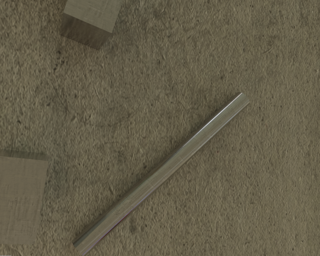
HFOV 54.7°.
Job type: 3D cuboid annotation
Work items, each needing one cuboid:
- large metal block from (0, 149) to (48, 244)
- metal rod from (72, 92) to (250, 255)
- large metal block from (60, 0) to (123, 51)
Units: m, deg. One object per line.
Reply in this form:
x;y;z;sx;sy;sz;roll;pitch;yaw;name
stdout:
-0.150;0.067;0.325;0.050;0.080;0.080;9;87;-20;large metal block
0.012;0.051;0.414;0.301;0.025;0.025;-41;103;-16;metal rod
-0.074;-0.144;0.353;0.050;0.080;0.080;19;84;-20;large metal block
